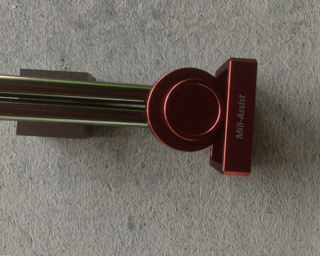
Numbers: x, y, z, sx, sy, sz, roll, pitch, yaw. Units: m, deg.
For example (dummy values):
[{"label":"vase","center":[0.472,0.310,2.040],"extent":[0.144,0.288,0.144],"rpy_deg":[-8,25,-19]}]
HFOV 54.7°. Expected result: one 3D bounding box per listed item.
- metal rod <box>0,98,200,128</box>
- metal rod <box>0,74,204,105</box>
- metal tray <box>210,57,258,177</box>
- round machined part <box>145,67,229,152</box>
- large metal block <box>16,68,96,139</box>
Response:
[{"label":"metal rod","center":[-0.066,-0.015,0.365],"extent":[0.302,0.025,0.025],"rpy_deg":[3,90,-13]},{"label":"metal rod","center":[-0.064,-0.042,0.365],"extent":[0.302,0.025,0.025],"rpy_deg":[2,90,-13]},{"label":"metal tray","center":[0.087,-0.012,0.379],"extent":[0.030,0.090,0.129],"rpy_deg":[4,90,0]},{"label":"round machined part","center":[0.034,-0.021,0.354],"extent":[0.099,0.042,0.097],"rpy_deg":[0,92,-11]},{"label":"large metal block","center":[-0.128,-0.029,0.393],"extent":[0.081,0.050,0.079],"rpy_deg":[3,90,-1]}]
